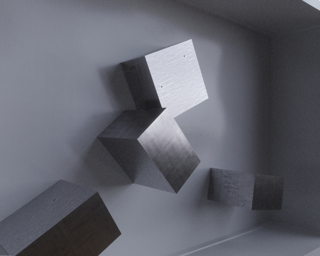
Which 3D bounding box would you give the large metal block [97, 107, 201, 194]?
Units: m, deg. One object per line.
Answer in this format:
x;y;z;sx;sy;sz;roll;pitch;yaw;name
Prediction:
-0.013;0.025;0.360;0.050;0.080;0.080;-48;119;-29;large metal block

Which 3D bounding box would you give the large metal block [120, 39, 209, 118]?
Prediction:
0.008;-0.060;0.396;0.081;0.050;0.080;-30;109;-36;large metal block

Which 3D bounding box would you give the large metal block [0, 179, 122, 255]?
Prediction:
-0.098;0.097;0.289;0.080;0.080;0.050;-37;113;-34;large metal block

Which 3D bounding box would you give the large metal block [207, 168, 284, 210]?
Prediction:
0.133;0.094;0.483;0.081;0.080;0.050;12;82;-39;large metal block
